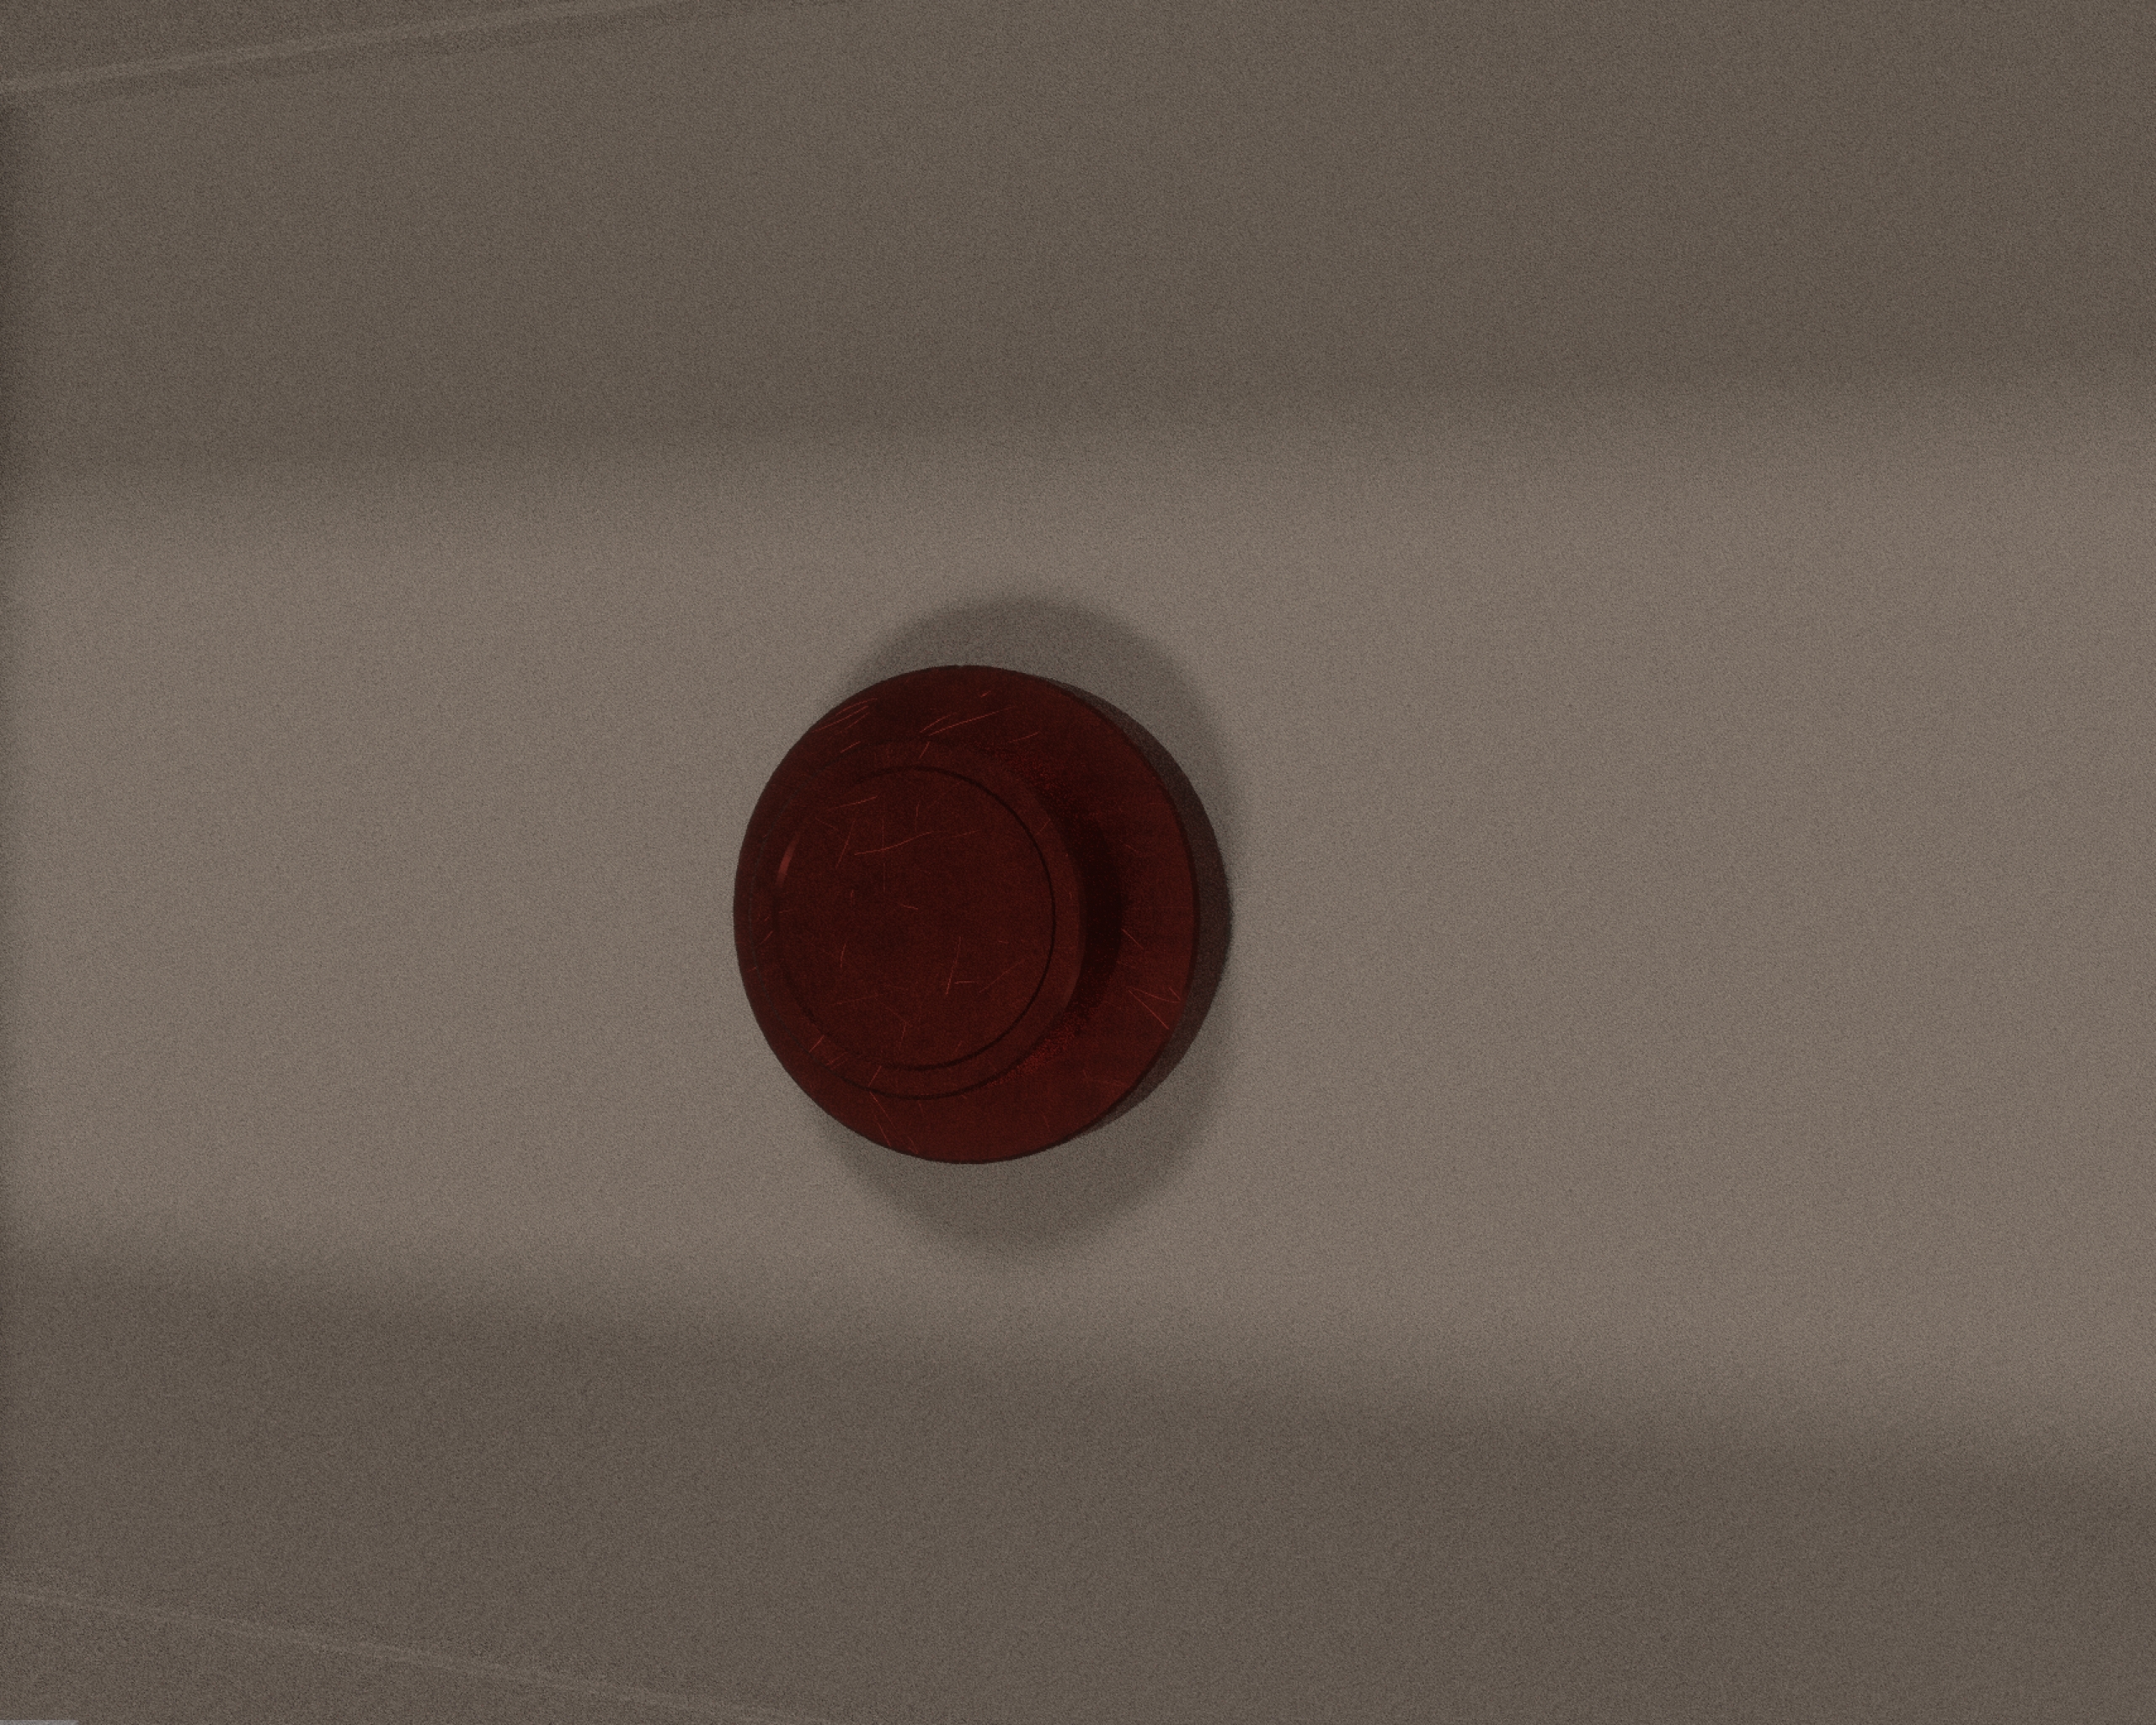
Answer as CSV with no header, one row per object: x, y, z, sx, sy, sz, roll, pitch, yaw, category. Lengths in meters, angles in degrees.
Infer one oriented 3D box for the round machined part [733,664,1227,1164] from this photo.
-0.024,0.010,0.405,0.098,0.042,0.097,0,90,19,round machined part
